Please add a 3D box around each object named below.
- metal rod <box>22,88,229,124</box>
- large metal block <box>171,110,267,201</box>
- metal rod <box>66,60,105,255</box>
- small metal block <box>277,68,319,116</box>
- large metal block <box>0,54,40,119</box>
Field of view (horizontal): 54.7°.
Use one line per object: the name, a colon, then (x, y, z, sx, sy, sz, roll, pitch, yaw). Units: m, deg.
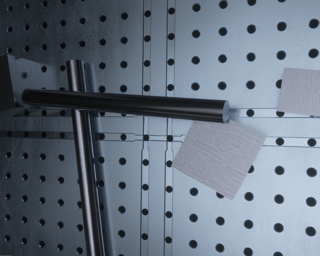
metal rod: (-0.063, -0.032, 0.397, 0.300, 0.025, 0.025, 6, 92, 27)
large metal block: (0.072, 0.027, 0.374, 0.080, 0.050, 0.080, 28, 99, 17)
metal rod: (-0.108, 0.051, 0.450, 0.025, 0.025, 0.298, -8, 87, 20)
small metal block: (0.165, -0.040, 0.354, 0.050, 0.025, 0.050, 9, 93, 19)
large metal block: (-0.244, -0.061, 0.486, 0.080, 0.050, 0.080, -12, 86, 19)
